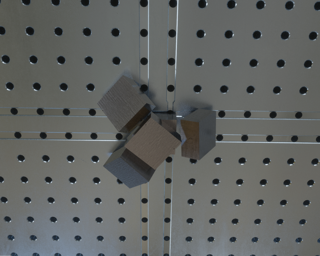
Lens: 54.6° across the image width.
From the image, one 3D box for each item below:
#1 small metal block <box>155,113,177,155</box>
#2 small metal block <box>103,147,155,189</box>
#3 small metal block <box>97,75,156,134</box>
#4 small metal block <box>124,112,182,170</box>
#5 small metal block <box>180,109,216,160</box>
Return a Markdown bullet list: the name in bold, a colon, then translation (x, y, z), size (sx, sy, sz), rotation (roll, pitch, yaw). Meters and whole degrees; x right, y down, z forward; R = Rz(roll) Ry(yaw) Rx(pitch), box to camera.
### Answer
- **small metal block**: translation (-0.004, 0.007, 0.416), size (0.050, 0.025, 0.050), rotation (1, 113, -1)
- **small metal block**: translation (-0.041, 0.052, 0.419), size (0.050, 0.025, 0.050), rotation (43, 142, -14)
- **small metal block**: translation (-0.042, -0.029, 0.389), size (0.050, 0.025, 0.050), rotation (-45, 69, 14)
- **small metal block**: translation (-0.009, 0.016, 0.392), size (0.050, 0.025, 0.050), rotation (39, 105, -14)
- **small metal block**: translation (0.050, 0.007, 0.400), size (0.025, 0.050, 0.050), rotation (10, 114, 31)
